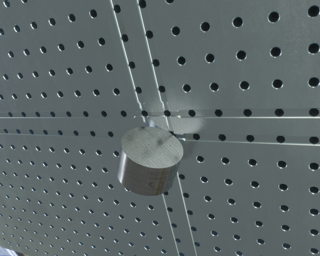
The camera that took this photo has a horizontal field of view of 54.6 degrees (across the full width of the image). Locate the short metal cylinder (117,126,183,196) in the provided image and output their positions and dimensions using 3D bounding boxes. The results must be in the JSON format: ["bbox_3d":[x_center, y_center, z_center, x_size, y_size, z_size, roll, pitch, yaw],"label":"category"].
[{"bbox_3d":[-0.014,0.042,0.410,0.080,0.080,0.050,24,127,13],"label":"short metal cylinder"}]
